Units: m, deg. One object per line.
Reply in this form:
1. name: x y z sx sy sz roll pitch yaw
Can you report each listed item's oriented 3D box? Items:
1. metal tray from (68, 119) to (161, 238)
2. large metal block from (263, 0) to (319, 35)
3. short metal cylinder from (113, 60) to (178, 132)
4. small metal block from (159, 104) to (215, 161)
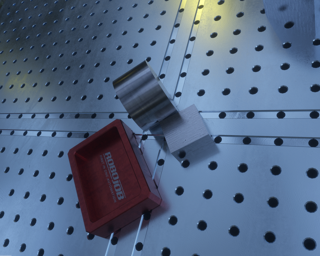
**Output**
1. metal tray: -0.064 0.061 0.401 0.090 0.030 0.130 -33 52 7
2. large metal block: 0.176 -0.176 0.389 0.050 0.080 0.080 -45 51 -3
3. short metal cylinder: -0.018 -0.042 0.408 0.050 0.080 0.080 -32 52 7
4. small metal block: 0.033 0.006 0.388 0.050 0.025 0.050 -28 52 10
